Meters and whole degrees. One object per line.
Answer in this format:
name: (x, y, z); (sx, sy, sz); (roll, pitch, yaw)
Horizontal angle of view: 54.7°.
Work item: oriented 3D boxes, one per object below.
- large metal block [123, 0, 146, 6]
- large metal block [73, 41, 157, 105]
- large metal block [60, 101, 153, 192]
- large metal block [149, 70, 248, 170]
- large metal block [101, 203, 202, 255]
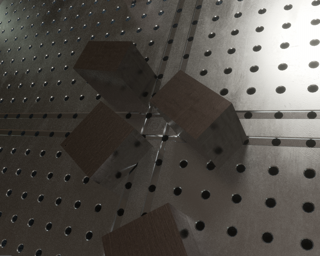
large metal block: (-0.054, -0.294, 0.579); (0.050, 0.080, 0.080); (-7, 59, 24)
large metal block: (-0.063, -0.081, 0.454); (0.080, 0.080, 0.050); (10, 67, 32)
large metal block: (-0.072, 0.023, 0.414); (0.080, 0.050, 0.080); (-48, 52, -6)
large metal block: (0.045, -0.009, 0.354); (0.050, 0.080, 0.080); (-46, 51, -3)
large metal block: (-0.004, 0.135, 0.310); (0.080, 0.050, 0.080); (-29, 52, 9)
